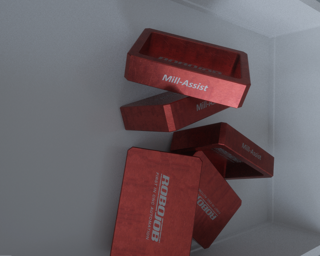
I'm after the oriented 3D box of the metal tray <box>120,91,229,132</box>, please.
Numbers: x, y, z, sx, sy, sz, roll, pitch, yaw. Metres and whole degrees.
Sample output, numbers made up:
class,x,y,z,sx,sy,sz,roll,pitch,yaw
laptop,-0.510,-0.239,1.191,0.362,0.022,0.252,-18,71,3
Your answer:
class,x,y,z,sx,sy,sz,roll,pitch,yaw
metal tray,0.028,-0.030,0.389,0.131,0.090,0.030,-22,105,-38

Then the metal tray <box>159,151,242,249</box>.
class,x,y,z,sx,sy,sz,roll,pitch,yaw
metal tray,0.052,0.099,0.437,0.090,0.030,0.130,-48,120,-14

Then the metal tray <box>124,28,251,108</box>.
class,x,y,z,sx,sy,sz,roll,pitch,yaw
metal tray,0.034,-0.073,0.357,0.090,0.131,0.030,-73,177,-53

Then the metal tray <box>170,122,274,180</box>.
class,x,y,z,sx,sy,sz,roll,pitch,yaw
metal tray,0.090,0.038,0.439,0.131,0.090,0.030,30,61,-36

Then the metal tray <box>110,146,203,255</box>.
class,x,y,z,sx,sy,sz,roll,pitch,yaw
metal tray,-0.004,0.093,0.372,0.091,0.030,0.129,9,83,-5
